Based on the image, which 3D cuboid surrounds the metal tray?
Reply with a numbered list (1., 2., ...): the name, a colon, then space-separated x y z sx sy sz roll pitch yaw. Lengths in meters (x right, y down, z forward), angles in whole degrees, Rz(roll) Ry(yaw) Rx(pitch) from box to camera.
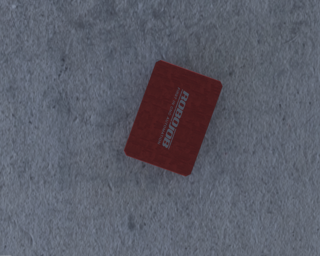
1. metal tray: 0.017 -0.012 0.408 0.090 0.030 0.129 20 90 -1
